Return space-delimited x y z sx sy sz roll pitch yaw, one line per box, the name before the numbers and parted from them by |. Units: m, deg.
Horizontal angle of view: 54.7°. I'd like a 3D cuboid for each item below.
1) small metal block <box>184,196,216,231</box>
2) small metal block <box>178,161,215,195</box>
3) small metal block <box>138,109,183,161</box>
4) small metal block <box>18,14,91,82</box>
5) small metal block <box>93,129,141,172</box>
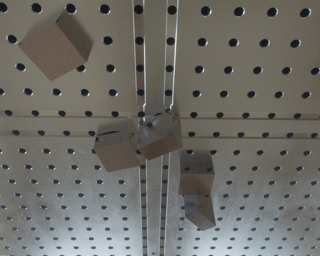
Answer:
small metal block | 0.065 0.133 0.510 0.025 0.050 0.050 -31 124 23
small metal block | 0.055 0.078 0.479 0.050 0.025 0.050 1 130 -2
small metal block | 0.000 0.009 0.403 0.050 0.050 0.025 -23 127 18
small metal block | -0.113 -0.086 0.337 0.050 0.025 0.050 -23 127 18
small metal block | -0.059 0.033 0.439 0.050 0.025 0.050 -13 129 10
